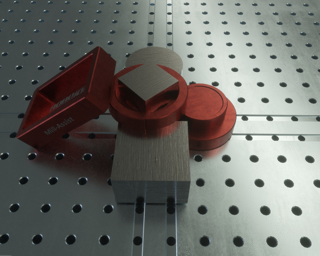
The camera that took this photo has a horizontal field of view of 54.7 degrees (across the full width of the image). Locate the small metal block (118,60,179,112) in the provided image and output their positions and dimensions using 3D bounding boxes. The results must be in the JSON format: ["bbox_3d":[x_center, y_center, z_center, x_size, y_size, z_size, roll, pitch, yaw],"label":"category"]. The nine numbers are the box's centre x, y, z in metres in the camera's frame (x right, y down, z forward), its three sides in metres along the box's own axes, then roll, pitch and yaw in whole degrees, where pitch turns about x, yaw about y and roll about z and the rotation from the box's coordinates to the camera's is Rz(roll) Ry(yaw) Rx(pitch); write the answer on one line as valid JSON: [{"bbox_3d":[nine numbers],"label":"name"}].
[{"bbox_3d":[-0.014,-0.048,0.368,0.050,0.025,0.050,-34,58,-25],"label":"small metal block"}]

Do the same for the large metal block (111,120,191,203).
[{"bbox_3d":[-0.009,0.038,0.355,0.080,0.050,0.080,1,50,0],"label":"large metal block"}]

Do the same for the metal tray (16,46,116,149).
[{"bbox_3d":[-0.117,-0.036,0.387,0.130,0.030,0.090,-25,43,28],"label":"metal tray"}]

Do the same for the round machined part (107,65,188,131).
[{"bbox_3d":[-0.015,-0.033,0.386,0.099,0.042,0.098,0,50,0],"label":"round machined part"}]

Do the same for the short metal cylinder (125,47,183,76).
[{"bbox_3d":[-0.008,-0.074,0.453,0.080,0.050,0.080,0,50,0],"label":"short metal cylinder"}]

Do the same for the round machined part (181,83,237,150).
[{"bbox_3d":[0.053,-0.022,0.414,0.099,0.042,0.098,0,50,0],"label":"round machined part"}]
